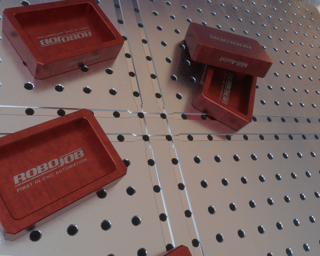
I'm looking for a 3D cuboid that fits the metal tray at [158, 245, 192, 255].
[{"bbox_3d":[-0.011,0.181,0.289,0.131,0.030,0.090,-16,70,-35],"label":"metal tray"}]

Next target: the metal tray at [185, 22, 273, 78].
[{"bbox_3d":[0.113,-0.132,0.520,0.131,0.030,0.090,11,38,-14],"label":"metal tray"}]

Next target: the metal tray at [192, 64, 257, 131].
[{"bbox_3d":[0.110,-0.069,0.508,0.090,0.030,0.130,28,52,-11],"label":"metal tray"}]

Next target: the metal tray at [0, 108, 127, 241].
[{"bbox_3d":[-0.111,0.041,0.320,0.131,0.030,0.090,-25,76,-37],"label":"metal tray"}]

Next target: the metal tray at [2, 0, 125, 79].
[{"bbox_3d":[-0.125,-0.125,0.414,0.131,0.030,0.090,-28,78,-38],"label":"metal tray"}]
